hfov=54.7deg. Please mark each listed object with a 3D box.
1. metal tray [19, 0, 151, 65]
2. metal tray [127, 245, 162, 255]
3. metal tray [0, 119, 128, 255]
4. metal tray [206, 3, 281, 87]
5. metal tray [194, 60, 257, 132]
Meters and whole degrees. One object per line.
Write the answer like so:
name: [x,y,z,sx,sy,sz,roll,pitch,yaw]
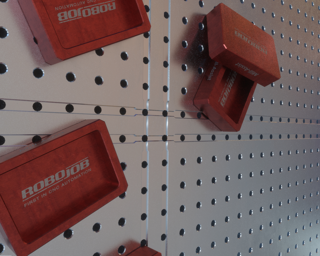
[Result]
metal tray: [-0.078,-0.133,0.341,0.131,0.030,0.090,-32,110,-36]
metal tray: [-0.048,0.213,0.367,0.131,0.030,0.089,-19,102,-39]
metal tray: [-0.104,0.055,0.320,0.131,0.030,0.089,-29,108,-37]
metal tray: [0.133,-0.129,0.491,0.131,0.030,0.090,18,59,-31]
metal tray: [0.114,-0.070,0.503,0.090,0.030,0.130,39,66,-33]
